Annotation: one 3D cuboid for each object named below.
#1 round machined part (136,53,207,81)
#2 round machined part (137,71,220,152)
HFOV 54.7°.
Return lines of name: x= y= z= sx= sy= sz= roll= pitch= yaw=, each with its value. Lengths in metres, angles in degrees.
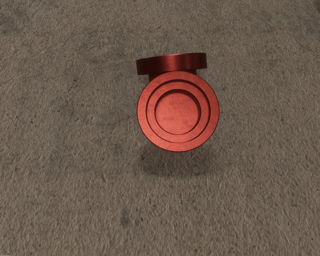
round machined part: x=0.017 y=-0.079 z=0.438 sx=0.099 sy=0.042 sz=0.098 roll=-6 pitch=10 yaw=1
round machined part: x=0.022 y=-0.019 z=0.388 sx=0.099 sy=0.042 sz=0.097 roll=0 pitch=87 yaw=0
